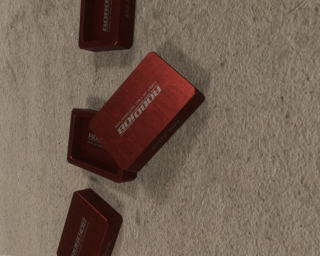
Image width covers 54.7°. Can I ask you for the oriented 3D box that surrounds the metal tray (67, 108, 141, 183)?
[{"bbox_3d":[-0.088,0.022,0.471,0.130,0.030,0.089,12,98,39],"label":"metal tray"}]

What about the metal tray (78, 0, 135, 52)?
[{"bbox_3d":[-0.080,-0.184,0.464,0.090,0.030,0.129,7,95,39],"label":"metal tray"}]

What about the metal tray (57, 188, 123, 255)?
[{"bbox_3d":[-0.115,0.175,0.494,0.090,0.030,0.129,30,108,35],"label":"metal tray"}]

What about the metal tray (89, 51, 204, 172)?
[{"bbox_3d":[-0.020,-0.020,0.391,0.130,0.030,0.090,-48,61,8],"label":"metal tray"}]
